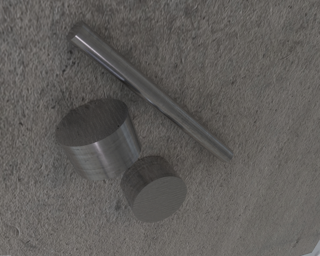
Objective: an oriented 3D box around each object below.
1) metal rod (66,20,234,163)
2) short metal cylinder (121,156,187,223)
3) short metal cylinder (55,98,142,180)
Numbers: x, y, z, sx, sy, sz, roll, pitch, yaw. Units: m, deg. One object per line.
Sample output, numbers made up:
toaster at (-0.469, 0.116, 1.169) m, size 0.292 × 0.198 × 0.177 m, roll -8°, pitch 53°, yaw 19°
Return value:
metal rod at (0.011, -0.026, 0.396) m, size 0.025 × 0.025 × 0.301 m, roll -49°, pitch 129°, yaw 6°
short metal cylinder at (-0.009, 0.086, 0.439) m, size 0.081 × 0.050 × 0.079 m, roll -14°, pitch 124°, yaw -21°
short metal cylinder at (-0.066, 0.011, 0.342) m, size 0.080 × 0.080 × 0.050 m, roll -27°, pitch 128°, yaw -12°
